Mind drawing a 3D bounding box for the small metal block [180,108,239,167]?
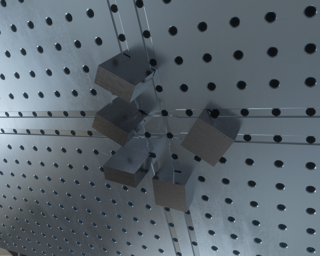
[{"bbox_3d":[0.061,0.012,0.386,0.050,0.025,0.050,33,129,6],"label":"small metal block"}]

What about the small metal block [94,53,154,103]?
[{"bbox_3d":[-0.043,-0.062,0.378,0.050,0.050,0.025,30,128,8],"label":"small metal block"}]

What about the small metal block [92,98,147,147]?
[{"bbox_3d":[-0.054,-0.009,0.416,0.050,0.050,0.025,31,128,7],"label":"small metal block"}]

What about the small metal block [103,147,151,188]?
[{"bbox_3d":[-0.047,0.056,0.453,0.050,0.050,0.025,12,123,21],"label":"small metal block"}]

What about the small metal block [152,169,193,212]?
[{"bbox_3d":[0.019,0.092,0.457,0.050,0.025,0.050,8,122,23],"label":"small metal block"}]
